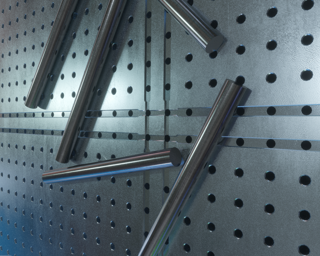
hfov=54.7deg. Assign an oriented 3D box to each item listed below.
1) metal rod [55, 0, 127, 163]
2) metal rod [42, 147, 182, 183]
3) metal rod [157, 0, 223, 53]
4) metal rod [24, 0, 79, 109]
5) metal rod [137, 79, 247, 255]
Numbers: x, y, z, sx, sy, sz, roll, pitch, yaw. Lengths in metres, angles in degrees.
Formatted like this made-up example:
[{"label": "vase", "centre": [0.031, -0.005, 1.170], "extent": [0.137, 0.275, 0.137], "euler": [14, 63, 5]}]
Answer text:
[{"label": "metal rod", "centre": [-0.115, -0.073, 0.501], "extent": [0.025, 0.025, 0.298], "euler": [37, 113, 33]}, {"label": "metal rod", "centre": [-0.094, 0.064, 0.484], "extent": [0.300, 0.025, 0.025], "euler": [-14, 82, 38]}, {"label": "metal rod", "centre": [-0.017, -0.205, 0.420], "extent": [0.025, 0.025, 0.300], "euler": [-50, 61, 28]}, {"label": "metal rod", "centre": [-0.188, -0.164, 0.560], "extent": [0.025, 0.025, 0.298], "euler": [45, 116, 30]}, {"label": "metal rod", "centre": [0.026, 0.080, 0.386], "extent": [0.025, 0.025, 0.298], "euler": [37, 112, 33]}]
